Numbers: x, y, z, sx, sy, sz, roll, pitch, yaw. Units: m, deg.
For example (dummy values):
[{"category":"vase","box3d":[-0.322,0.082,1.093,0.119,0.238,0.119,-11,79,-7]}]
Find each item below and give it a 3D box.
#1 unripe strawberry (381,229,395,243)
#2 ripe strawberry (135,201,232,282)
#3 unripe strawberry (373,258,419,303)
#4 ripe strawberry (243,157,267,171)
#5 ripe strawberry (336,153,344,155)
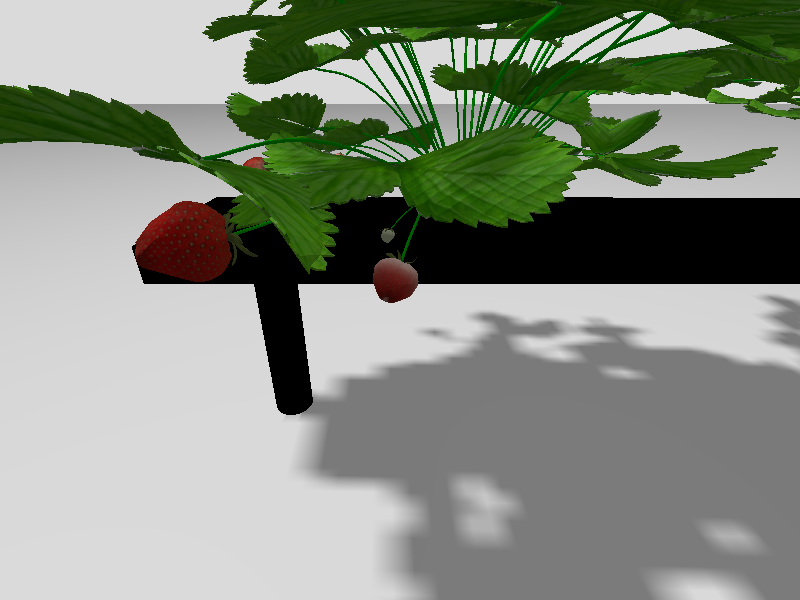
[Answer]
[{"category":"unripe strawberry","box3d":[-0.009,-0.047,0.297,0.011,0.010,0.010,25,5,39]},{"category":"ripe strawberry","box3d":[-0.122,-0.032,0.226,0.049,0.047,0.045,-20,34,-32]},{"category":"unripe strawberry","box3d":[-0.003,-0.009,0.207,0.024,0.024,0.021,10,-36,17]},{"category":"ripe strawberry","box3d":[-0.152,-0.132,0.424,0.037,0.037,0.041,10,29,20]},{"category":"ripe strawberry","box3d":[-0.080,-0.170,0.507,0.031,0.026,0.031,-19,10,-32]}]
